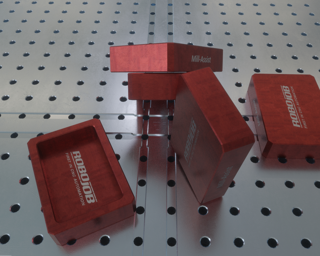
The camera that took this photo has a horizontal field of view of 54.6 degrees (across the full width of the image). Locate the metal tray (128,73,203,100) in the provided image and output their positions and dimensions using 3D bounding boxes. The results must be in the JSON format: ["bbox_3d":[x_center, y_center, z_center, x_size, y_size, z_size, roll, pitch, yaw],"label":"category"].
[{"bbox_3d":[0.009,-0.057,0.403,0.090,0.030,0.130,0,10,0],"label":"metal tray"}]

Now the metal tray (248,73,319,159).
[{"bbox_3d":[0.177,-0.020,0.423,0.090,0.030,0.130,1,50,1],"label":"metal tray"}]

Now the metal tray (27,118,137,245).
[{"bbox_3d":[-0.092,0.054,0.358,0.091,0.030,0.130,-19,53,-16],"label":"metal tray"}]

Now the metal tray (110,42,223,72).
[{"bbox_3d":[0.012,-0.086,0.392,0.090,0.030,0.131,7,13,35],"label":"metal tray"}]

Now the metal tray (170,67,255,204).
[{"bbox_3d":[0.046,0.013,0.322,0.030,0.129,0.090,-17,59,-13],"label":"metal tray"}]
